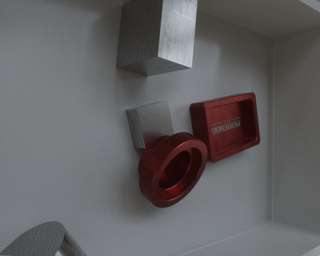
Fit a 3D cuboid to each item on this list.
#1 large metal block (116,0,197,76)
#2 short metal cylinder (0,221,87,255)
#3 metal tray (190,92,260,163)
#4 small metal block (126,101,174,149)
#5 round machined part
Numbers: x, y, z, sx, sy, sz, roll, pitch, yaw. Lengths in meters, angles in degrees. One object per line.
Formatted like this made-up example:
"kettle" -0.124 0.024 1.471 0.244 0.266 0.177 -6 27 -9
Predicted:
"large metal block" -0.005 -0.110 0.368 0.050 0.080 0.080 9 85 -40
"short metal cylinder" -0.109 0.133 0.281 0.080 0.080 0.050 -42 116 -32
"metal tray" 0.108 -0.004 0.496 0.131 0.030 0.089 -15 100 -39
"small metal block" -0.012 -0.005 0.399 0.050 0.025 0.050 -19 102 -39
"round machined part" 0.012 0.048 0.391 0.099 0.042 0.097 -27 134 -32
